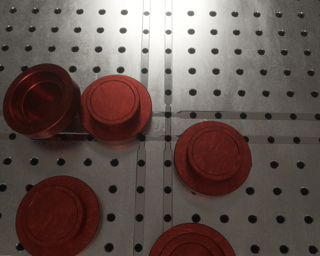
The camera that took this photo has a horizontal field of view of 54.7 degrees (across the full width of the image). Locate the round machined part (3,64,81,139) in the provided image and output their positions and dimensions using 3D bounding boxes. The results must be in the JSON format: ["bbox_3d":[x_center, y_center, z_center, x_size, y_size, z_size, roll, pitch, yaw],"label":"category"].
[{"bbox_3d":[-0.148,-0.031,0.405,0.098,0.042,0.098,-5,69,13],"label":"round machined part"}]

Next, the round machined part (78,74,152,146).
[{"bbox_3d":[-0.060,-0.029,0.413,0.099,0.042,0.098,0,70,-1],"label":"round machined part"}]

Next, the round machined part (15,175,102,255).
[{"bbox_3d":[-0.120,0.104,0.363,0.099,0.042,0.098,0,70,-1],"label":"round machined part"}]

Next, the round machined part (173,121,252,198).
[{"bbox_3d":[0.067,0.036,0.390,0.099,0.042,0.098,0,70,-1],"label":"round machined part"}]

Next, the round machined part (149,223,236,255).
[{"bbox_3d":[0.035,0.158,0.346,0.099,0.042,0.098,0,70,-1],"label":"round machined part"}]
